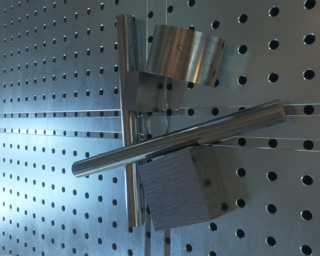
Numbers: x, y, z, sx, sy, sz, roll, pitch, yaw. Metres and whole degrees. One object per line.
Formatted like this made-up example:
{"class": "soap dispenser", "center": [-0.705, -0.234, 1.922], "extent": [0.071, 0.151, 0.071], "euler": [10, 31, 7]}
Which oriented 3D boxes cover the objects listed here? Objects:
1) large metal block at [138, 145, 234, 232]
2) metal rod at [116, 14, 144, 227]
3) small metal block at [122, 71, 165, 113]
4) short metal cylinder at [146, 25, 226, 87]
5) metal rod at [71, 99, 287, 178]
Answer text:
{"class": "large metal block", "center": [0.029, 0.071, 0.369], "extent": [0.080, 0.050, 0.080], "euler": [-26, 74, 37]}
{"class": "metal rod", "center": [-0.043, -0.012, 0.444], "extent": [0.025, 0.025, 0.298], "euler": [-5, 87, 40]}
{"class": "small metal block", "center": [-0.021, -0.047, 0.411], "extent": [0.025, 0.050, 0.050], "euler": [10, 96, 39]}
{"class": "short metal cylinder", "center": [0.029, -0.081, 0.350], "extent": [0.080, 0.081, 0.050], "euler": [23, 104, 38]}
{"class": "metal rod", "center": [0.000, 0.022, 0.386], "extent": [0.300, 0.025, 0.025], "euler": [-18, 79, 31]}
